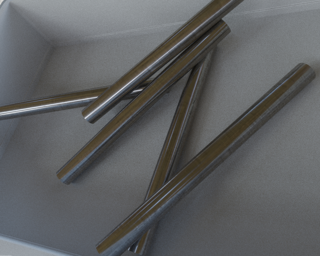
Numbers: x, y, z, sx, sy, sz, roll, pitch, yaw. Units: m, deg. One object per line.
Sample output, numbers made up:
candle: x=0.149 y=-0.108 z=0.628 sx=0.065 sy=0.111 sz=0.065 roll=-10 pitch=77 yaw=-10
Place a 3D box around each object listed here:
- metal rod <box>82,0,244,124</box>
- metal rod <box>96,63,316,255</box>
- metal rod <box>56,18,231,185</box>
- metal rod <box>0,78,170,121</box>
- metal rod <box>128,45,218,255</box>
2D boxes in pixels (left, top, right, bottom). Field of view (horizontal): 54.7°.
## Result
metal rod: x=0.014 y=-0.103 z=0.400 sx=0.300 sy=0.025 sz=0.025 roll=-37 pitch=51 yaw=15
metal rod: x=0.056 y=0.032 z=0.336 sx=0.301 sy=0.025 sz=0.025 roll=-41 pitch=51 yaw=-8
metal rod: x=-0.026 y=-0.032 z=0.417 sx=0.300 sy=0.025 sz=0.025 roll=-43 pitch=51 yaw=6
metal rod: x=-0.136 y=-0.041 z=0.466 sx=0.301 sy=0.025 sz=0.025 roll=-8 pitch=58 yaw=11
metal rod: x=0.023 y=0.004 z=0.389 sx=0.025 sy=0.025 sz=0.300 roll=7 pitch=65 yaw=31
